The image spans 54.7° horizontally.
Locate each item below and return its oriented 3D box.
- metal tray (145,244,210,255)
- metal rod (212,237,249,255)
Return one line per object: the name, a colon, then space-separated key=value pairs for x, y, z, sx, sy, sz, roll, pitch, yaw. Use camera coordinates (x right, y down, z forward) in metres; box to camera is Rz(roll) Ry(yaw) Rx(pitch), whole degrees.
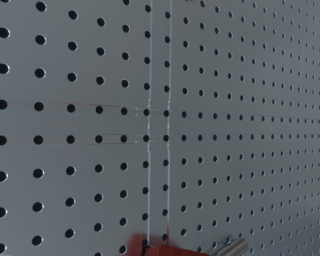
metal tray: x=0.018 y=0.222 z=0.392 sx=0.091 sy=0.030 sz=0.130 roll=24 pitch=60 yaw=-27
metal rod: x=0.027 y=0.228 z=0.432 sx=0.302 sy=0.025 sz=0.025 roll=-15 pitch=100 yaw=-39
